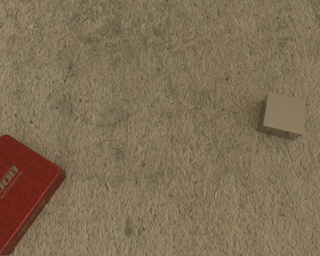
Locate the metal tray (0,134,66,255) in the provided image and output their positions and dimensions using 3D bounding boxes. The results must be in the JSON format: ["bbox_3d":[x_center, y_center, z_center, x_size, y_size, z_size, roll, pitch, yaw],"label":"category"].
[{"bbox_3d":[-0.190,0.084,0.373,0.090,0.030,0.130,30,72,10],"label":"metal tray"}]

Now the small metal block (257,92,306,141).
[{"bbox_3d":[0.163,-0.016,0.416,0.050,0.025,0.050,14,70,4],"label":"small metal block"}]
